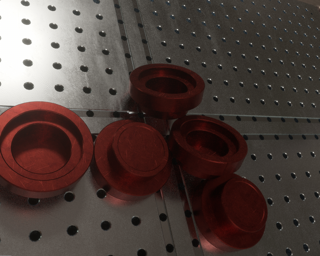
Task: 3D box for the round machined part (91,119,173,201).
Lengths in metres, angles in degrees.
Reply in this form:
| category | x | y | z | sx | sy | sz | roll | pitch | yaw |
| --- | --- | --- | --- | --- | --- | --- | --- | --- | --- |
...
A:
| category | x | y | z | sx | sy | sz | roll | pitch | yaw |
| --- | --- | --- | --- | --- | --- | --- | --- | --- | --- |
| round machined part | -0.029 | 0.032 | 0.364 | 0.099 | 0.042 | 0.098 | 14 | 56 | -21 |

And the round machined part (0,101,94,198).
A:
| category | x | y | z | sx | sy | sz | roll | pitch | yaw |
| --- | --- | --- | --- | --- | --- | --- | --- | --- | --- |
| round machined part | -0.122 | 0.025 | 0.317 | 0.099 | 0.042 | 0.098 | 14 | 56 | -21 |

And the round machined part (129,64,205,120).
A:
| category | x | y | z | sx | sy | sz | roll | pitch | yaw |
| --- | --- | --- | --- | --- | --- | --- | --- | --- | --- |
| round machined part | 0.007 | -0.046 | 0.414 | 0.099 | 0.042 | 0.098 | 5 | 35 | -3 |

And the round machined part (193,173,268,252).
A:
| category | x | y | z | sx | sy | sz | roll | pitch | yaw |
| --- | --- | --- | --- | --- | --- | --- | --- | --- | --- |
| round machined part | 0.094 | 0.101 | 0.389 | 0.099 | 0.042 | 0.098 | 14 | 56 | -21 |

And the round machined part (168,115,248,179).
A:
| category | x | y | z | sx | sy | sz | roll | pitch | yaw |
| --- | --- | --- | --- | --- | --- | --- | --- | --- | --- |
| round machined part | 0.058 | 0.028 | 0.397 | 0.099 | 0.042 | 0.098 | 11 | 33 | -7 |
